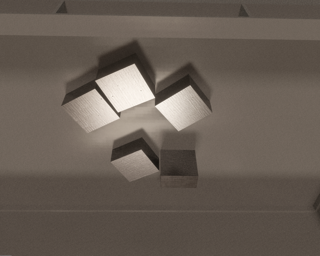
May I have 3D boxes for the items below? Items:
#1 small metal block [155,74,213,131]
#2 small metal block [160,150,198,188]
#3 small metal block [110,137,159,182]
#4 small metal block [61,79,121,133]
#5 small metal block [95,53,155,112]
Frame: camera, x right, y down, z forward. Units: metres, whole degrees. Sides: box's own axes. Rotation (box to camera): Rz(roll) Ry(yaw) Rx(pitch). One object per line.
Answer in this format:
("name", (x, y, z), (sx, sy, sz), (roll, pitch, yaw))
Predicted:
("small metal block", (0.029, -0.030, 0.384), (0.050, 0.025, 0.050), (-29, 125, 22))
("small metal block", (0.026, 0.058, 0.442), (0.050, 0.050, 0.025), (1, 130, -2))
("small metal block", (-0.035, 0.047, 0.448), (0.050, 0.025, 0.050), (-23, 127, 18))
("small metal block", (-0.084, -0.027, 0.385), (0.050, 0.025, 0.050), (-24, 127, 18))
("small metal block", (-0.039, -0.052, 0.364), (0.050, 0.025, 0.050), (-20, 128, 16))
